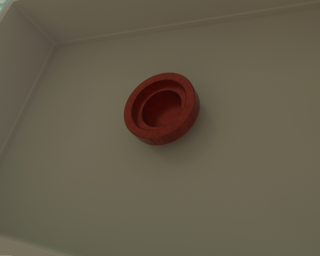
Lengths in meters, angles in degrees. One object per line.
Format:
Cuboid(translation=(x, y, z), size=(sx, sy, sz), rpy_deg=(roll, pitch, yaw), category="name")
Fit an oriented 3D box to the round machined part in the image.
Cuboid(translation=(0.006, -0.021, 0.405), size=(0.098, 0.042, 0.098), rpy_deg=(-13, 56, 21), category="round machined part")
